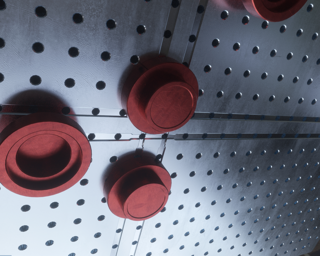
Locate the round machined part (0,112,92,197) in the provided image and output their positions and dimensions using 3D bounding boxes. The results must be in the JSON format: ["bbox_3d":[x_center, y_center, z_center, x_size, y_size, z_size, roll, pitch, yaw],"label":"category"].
[{"bbox_3d":[-0.130,0.026,0.345,0.099,0.042,0.097,-14,124,-21],"label":"round machined part"}]

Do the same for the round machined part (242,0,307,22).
[{"bbox_3d":[0.133,-0.178,0.362,0.099,0.042,0.097,-14,124,-21],"label":"round machined part"}]

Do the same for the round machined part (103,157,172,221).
[{"bbox_3d":[-0.027,0.093,0.442,0.099,0.042,0.097,-14,124,-21],"label":"round machined part"}]

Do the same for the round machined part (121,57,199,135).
[{"bbox_3d":[0.006,-0.034,0.382,0.099,0.042,0.097,-14,124,-21],"label":"round machined part"}]
